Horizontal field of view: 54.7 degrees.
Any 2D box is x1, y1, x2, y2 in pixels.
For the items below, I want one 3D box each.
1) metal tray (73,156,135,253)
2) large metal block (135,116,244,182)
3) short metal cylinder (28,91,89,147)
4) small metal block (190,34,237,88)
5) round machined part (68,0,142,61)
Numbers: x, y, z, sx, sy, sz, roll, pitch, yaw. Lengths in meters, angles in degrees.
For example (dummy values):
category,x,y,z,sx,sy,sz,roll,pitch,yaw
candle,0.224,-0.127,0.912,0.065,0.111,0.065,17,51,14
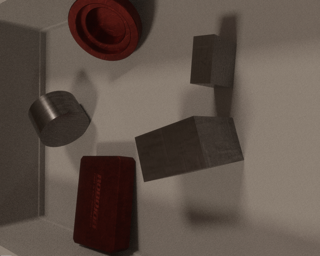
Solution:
category,x,y,z,sx,sy,sz,roll,pitch,yaw
metal tray,-0.083,0.107,0.457,0.090,0.030,0.129,-4,78,39
large metal block,0.033,0.023,0.342,0.080,0.081,0.050,-20,77,38
short metal cylinder,-0.164,-0.014,0.503,0.080,0.081,0.050,-52,60,27
small metal block,0.060,-0.071,0.340,0.025,0.050,0.050,7,94,39
round machined part,-0.072,-0.146,0.430,0.098,0.098,0.042,-25,35,37
